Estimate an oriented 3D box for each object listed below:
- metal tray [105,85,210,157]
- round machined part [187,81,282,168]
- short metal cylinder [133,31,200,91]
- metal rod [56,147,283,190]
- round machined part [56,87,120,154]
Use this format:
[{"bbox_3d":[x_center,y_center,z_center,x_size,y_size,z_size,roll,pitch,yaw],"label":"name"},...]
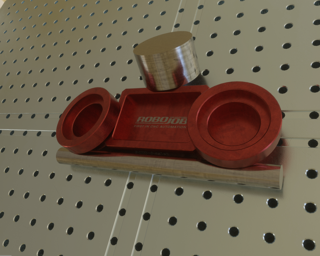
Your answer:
[{"bbox_3d":[0.000,-0.009,0.405,0.130,0.030,0.090,1,63,28],"label":"metal tray"},{"bbox_3d":[0.082,-0.001,0.343,0.098,0.042,0.098,-9,58,14],"label":"round machined part"},{"bbox_3d":[0.010,-0.092,0.420,0.080,0.050,0.080,-13,31,8],"label":"short metal cylinder"},{"bbox_3d":[-0.011,0.045,0.381,0.300,0.025,0.025,2,63,29],"label":"metal rod"},{"bbox_3d":[-0.096,-0.006,0.441,0.098,0.042,0.098,-20,49,25],"label":"round machined part"}]
